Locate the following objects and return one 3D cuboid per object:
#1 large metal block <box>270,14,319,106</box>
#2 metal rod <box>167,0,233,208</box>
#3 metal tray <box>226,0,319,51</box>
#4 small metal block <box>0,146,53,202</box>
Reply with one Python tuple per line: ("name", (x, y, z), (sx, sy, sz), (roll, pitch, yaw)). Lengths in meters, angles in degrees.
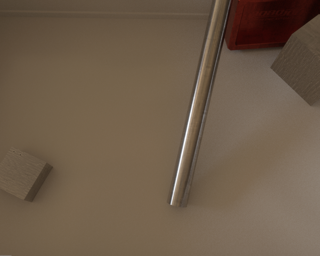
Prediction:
("large metal block", (0.208, -0.088, 0.415), (0.050, 0.080, 0.080), (-37, 75, -12))
("metal rod", (0.054, -0.052, 0.384), (0.025, 0.025, 0.298), (13, 88, 4))
("metal tray", (0.163, -0.156, 0.431), (0.131, 0.090, 0.030), (-5, 58, -2))
("small metal block", (-0.172, 0.058, 0.386), (0.050, 0.025, 0.050), (24, 72, 8))
